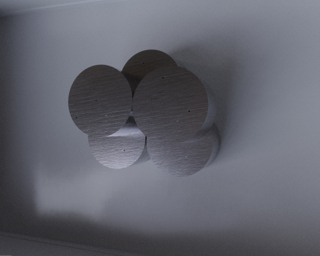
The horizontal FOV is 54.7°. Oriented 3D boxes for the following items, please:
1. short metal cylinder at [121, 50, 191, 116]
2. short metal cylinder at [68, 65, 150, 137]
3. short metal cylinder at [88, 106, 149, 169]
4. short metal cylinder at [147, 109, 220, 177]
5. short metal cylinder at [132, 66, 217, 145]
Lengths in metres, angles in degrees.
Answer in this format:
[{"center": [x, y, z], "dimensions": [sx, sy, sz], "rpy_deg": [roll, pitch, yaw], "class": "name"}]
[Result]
[{"center": [-0.005, -0.055, 0.397], "dimensions": [0.080, 0.050, 0.080], "rpy_deg": [0, 90, 20], "class": "short metal cylinder"}, {"center": [-0.058, -0.030, 0.363], "dimensions": [0.080, 0.050, 0.080], "rpy_deg": [0, 90, 20], "class": "short metal cylinder"}, {"center": [-0.047, 0.011, 0.412], "dimensions": [0.080, 0.050, 0.080], "rpy_deg": [0, 90, 20], "class": "short metal cylinder"}, {"center": [0.030, 0.017, 0.385], "dimensions": [0.080, 0.050, 0.080], "rpy_deg": [0, 90, 20], "class": "short metal cylinder"}, {"center": [0.017, -0.023, 0.335], "dimensions": [0.080, 0.050, 0.080], "rpy_deg": [0, 90, 20], "class": "short metal cylinder"}]
